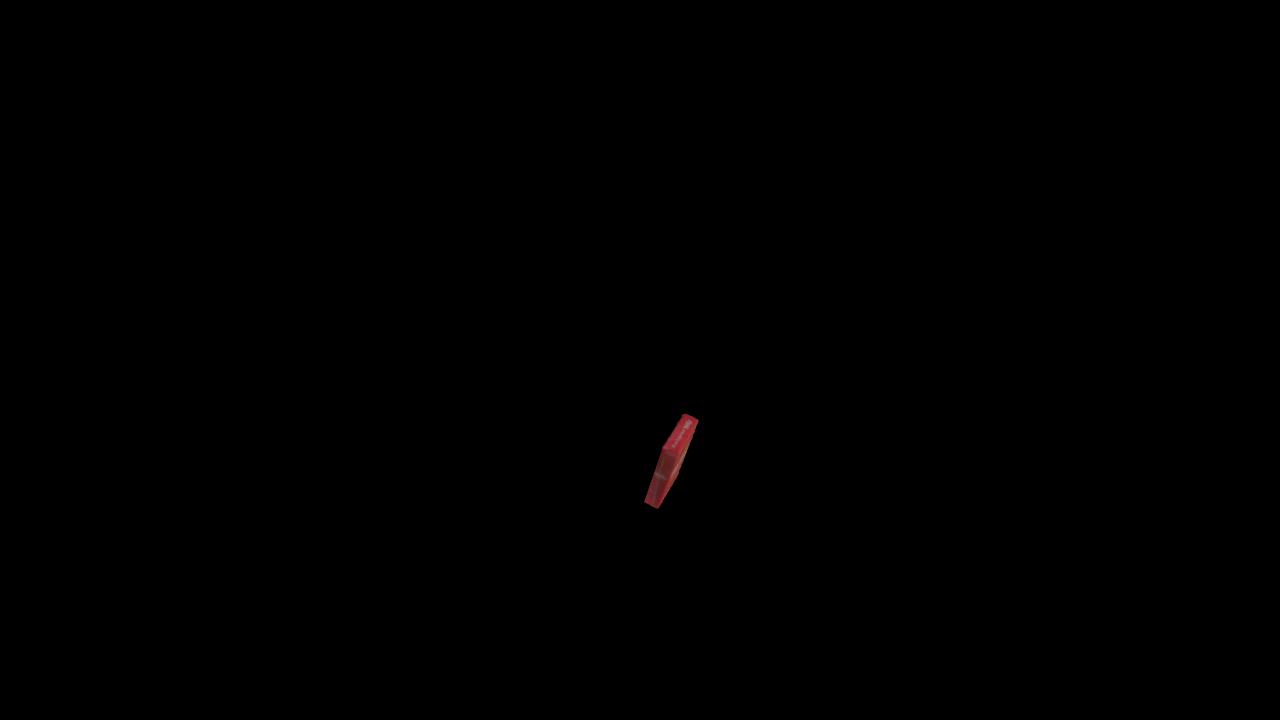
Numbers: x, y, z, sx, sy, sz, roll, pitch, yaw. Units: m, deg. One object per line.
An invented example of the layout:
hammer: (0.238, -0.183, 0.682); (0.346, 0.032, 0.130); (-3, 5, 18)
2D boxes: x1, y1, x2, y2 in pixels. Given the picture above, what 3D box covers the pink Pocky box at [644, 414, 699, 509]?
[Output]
pink Pocky box: (0.049, 0.164, 0.986); (0.029, 0.155, 0.084); (26, 45, 12)
